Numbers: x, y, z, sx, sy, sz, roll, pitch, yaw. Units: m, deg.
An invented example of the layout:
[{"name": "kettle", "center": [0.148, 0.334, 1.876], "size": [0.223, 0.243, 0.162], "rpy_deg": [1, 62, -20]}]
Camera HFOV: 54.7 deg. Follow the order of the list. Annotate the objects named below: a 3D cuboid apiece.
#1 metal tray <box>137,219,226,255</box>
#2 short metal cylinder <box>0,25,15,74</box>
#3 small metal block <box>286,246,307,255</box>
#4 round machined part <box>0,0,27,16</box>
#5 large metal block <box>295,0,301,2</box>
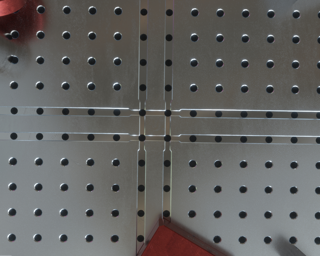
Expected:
[{"name": "metal tray", "center": [0.033, 0.194, 0.412], "size": [0.130, 0.030, 0.090], "rpy_deg": [31, 90, -1]}, {"name": "short metal cylinder", "center": [-0.239, -0.108, 0.398], "size": [0.081, 0.050, 0.079], "rpy_deg": [0, 90, -1]}, {"name": "small metal block", "center": [0.198, 0.189, 0.404], "size": [0.050, 0.050, 0.025], "rpy_deg": [41, 90, -1]}, {"name": "round machined part", "center": [-0.217, -0.181, 0.376], "size": [0.099, 0.042, 0.098], "rpy_deg": [7, 51, -9]}, {"name": "large metal block", "center": [0.216, -0.211, 0.389], "size": [0.080, 0.080, 0.050], "rpy_deg": [-21, 90, 0]}]
